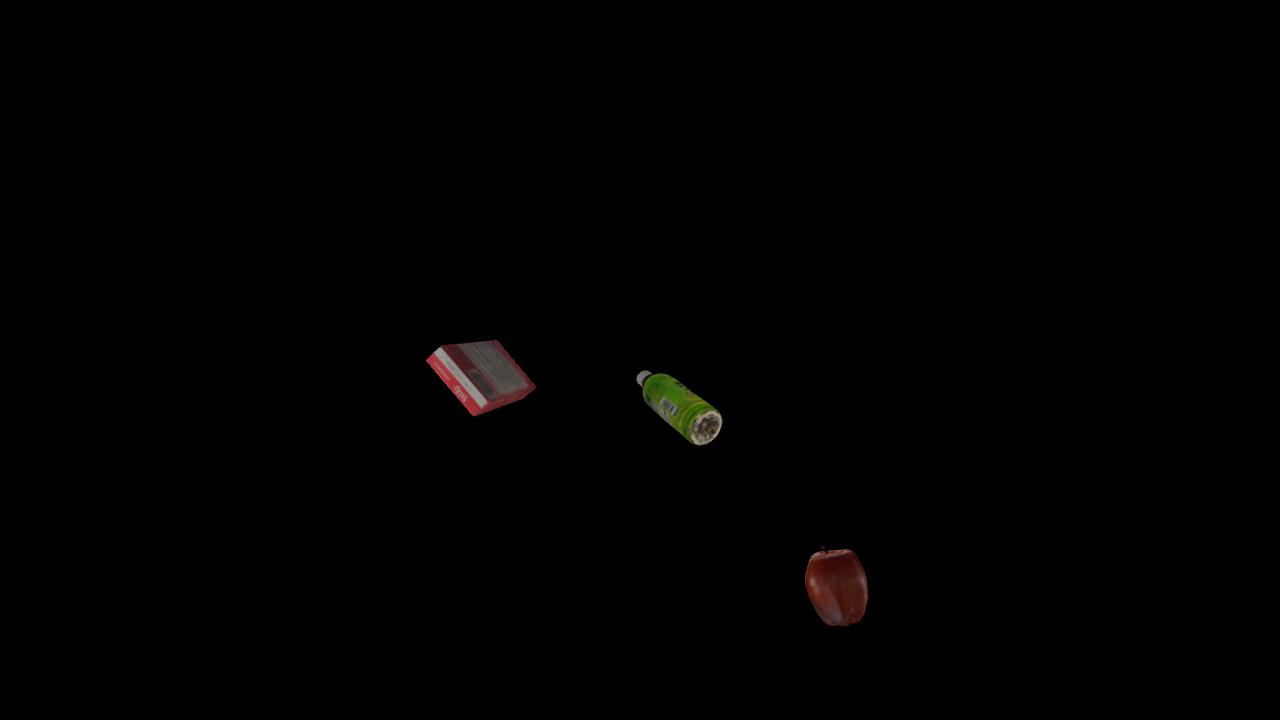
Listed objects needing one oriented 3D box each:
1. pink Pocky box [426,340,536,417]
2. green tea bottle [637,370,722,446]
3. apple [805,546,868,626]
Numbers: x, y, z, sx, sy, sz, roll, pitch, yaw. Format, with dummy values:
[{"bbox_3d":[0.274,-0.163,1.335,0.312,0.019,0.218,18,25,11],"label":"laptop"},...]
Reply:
[{"bbox_3d":[-0.184,0.018,0.737,0.029,0.084,0.155,-41,-3,10],"label":"pink Pocky box"},{"bbox_3d":[0.057,0.072,1.084,0.073,0.073,0.212,0,23,-34],"label":"green tea bottle"},{"bbox_3d":[0.243,0.279,0.764,0.079,0.093,0.079,-9,-19,-3],"label":"apple"}]
